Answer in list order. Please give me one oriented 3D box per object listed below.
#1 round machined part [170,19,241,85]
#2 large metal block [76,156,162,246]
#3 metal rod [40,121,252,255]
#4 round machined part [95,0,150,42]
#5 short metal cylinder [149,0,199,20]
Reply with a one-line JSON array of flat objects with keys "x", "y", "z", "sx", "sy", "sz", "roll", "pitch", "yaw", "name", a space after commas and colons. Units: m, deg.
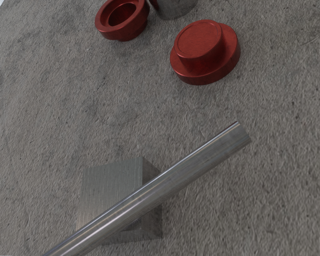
[{"x": 0.058, "y": -0.111, "z": 0.431, "sx": 0.098, "sy": 0.042, "sz": 0.098, "roll": -13, "pitch": 56, "yaw": 21, "name": "round machined part"}, {"x": -0.045, "y": 0.086, "z": 0.359, "sx": 0.080, "sy": 0.050, "sz": 0.080, "roll": -14, "pitch": 56, "yaw": 20, "name": "large metal block"}, {"x": -0.043, "y": 0.089, "z": 0.307, "sx": 0.300, "sy": 0.025, "sz": 0.025, "roll": -35, "pitch": 51, "yaw": 5, "name": "metal rod"}, {"x": -0.061, "y": -0.191, "z": 0.542, "sx": 0.098, "sy": 0.042, "sz": 0.098, "roll": -13, "pitch": 56, "yaw": 21, "name": "round machined part"}, {"x": 0.020, "y": -0.228, "z": 0.518, "sx": 0.080, "sy": 0.050, "sz": 0.080, "roll": -13, "pitch": 56, "yaw": 21, "name": "short metal cylinder"}]
